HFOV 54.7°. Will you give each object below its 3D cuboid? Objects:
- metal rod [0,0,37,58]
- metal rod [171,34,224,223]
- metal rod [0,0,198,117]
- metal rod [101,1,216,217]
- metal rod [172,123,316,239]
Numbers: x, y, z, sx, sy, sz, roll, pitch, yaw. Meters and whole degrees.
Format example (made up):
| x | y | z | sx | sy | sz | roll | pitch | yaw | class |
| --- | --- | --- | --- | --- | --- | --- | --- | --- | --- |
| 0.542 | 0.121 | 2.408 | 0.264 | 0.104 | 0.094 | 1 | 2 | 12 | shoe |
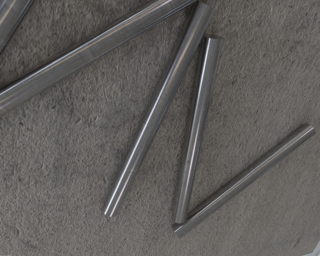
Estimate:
| x | y | z | sx | sy | sz | roll | pitch | yaw | class |
| --- | --- | --- | --- | --- | --- | --- | --- | --- | --- |
| -0.128 | -0.106 | 0.270 | 0.025 | 0.025 | 0.299 | 31 | 101 | -38 | metal rod |
| 0.048 | 0.020 | 0.444 | 0.025 | 0.025 | 0.298 | -7 | 122 | -25 | metal rod |
| -0.050 | -0.095 | 0.320 | 0.301 | 0.025 | 0.025 | -33 | 129 | -7 | metal rod |
| -0.010 | -0.010 | 0.394 | 0.025 | 0.025 | 0.298 | 13 | 112 | -34 | metal rod |
| 0.148 | 0.091 | 0.543 | 0.301 | 0.025 | 0.025 | -37 | 129 | -4 | metal rod |
